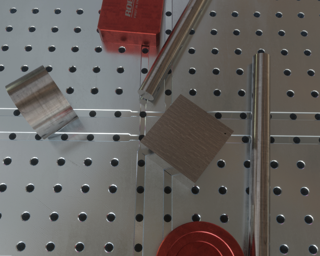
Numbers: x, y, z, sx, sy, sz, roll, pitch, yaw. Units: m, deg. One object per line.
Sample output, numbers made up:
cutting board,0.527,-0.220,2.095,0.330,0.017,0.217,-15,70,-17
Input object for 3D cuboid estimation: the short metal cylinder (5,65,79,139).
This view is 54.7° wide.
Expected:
short metal cylinder,-0.147,-0.032,0.393,0.050,0.080,0.080,-34,74,-12

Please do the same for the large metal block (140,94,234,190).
large metal block,0.032,0.018,0.392,0.080,0.050,0.080,37,74,12

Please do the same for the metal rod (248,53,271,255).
metal rod,0.129,0.037,0.399,0.025,0.025,0.299,7,70,2

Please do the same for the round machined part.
round machined part,0.043,0.156,0.346,0.099,0.042,0.098,0,70,-1

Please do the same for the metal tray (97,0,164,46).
metal tray,-0.040,-0.193,0.479,0.091,0.030,0.130,5,70,1

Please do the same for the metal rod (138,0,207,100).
metal rod,0.046,-0.172,0.475,0.025,0.025,0.300,25,72,8
